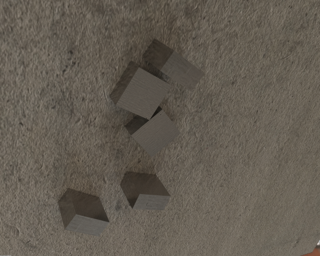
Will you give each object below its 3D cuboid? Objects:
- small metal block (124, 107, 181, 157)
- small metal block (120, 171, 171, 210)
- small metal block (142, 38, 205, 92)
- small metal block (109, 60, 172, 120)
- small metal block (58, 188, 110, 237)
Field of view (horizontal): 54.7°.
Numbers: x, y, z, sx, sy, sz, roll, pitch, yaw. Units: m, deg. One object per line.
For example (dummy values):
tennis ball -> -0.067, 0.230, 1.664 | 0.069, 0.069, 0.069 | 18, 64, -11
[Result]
small metal block -> -0.009, 0.002, 0.403 | 0.050, 0.025, 0.050 | -40, 130, -1
small metal block -> -0.021, 0.088, 0.433 | 0.050, 0.050, 0.025 | 12, 112, -34
small metal block -> 0.015, -0.072, 0.354 | 0.050, 0.050, 0.025 | 27, 103, -38
small metal block -> -0.023, -0.044, 0.367 | 0.050, 0.025, 0.050 | 24, 105, -37
small metal block -> -0.100, 0.110, 0.404 | 0.050, 0.050, 0.025 | 29, 102, -38
